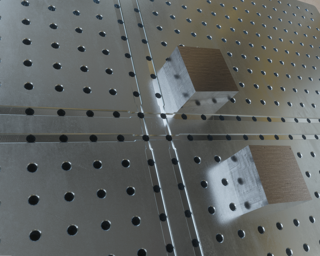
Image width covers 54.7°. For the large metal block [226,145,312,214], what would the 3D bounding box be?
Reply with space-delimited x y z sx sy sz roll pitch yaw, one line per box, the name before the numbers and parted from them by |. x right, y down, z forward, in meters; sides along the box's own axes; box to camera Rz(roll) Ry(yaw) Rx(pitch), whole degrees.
large metal block | 0.150 0.071 0.432 0.081 0.050 0.080 3 61 -27

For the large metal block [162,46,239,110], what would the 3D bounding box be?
large metal block | 0.061 -0.075 0.473 0.081 0.050 0.080 -4 64 -31
